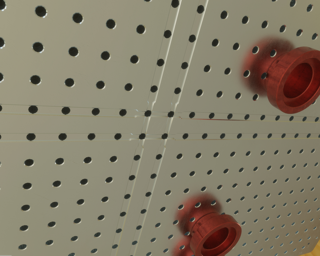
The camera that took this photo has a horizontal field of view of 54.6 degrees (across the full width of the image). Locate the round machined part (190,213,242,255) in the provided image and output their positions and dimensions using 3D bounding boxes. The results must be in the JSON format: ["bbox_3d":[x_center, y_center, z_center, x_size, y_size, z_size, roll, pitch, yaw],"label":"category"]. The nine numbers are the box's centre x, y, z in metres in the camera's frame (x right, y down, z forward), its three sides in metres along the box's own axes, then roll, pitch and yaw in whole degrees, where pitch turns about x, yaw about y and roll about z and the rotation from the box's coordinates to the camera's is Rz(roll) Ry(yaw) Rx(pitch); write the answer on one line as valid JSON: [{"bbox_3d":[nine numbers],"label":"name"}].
[{"bbox_3d":[0.098,0.197,0.574,0.099,0.042,0.097,-14,124,-21],"label":"round machined part"}]

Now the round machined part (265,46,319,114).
[{"bbox_3d":[0.198,-0.073,0.462,0.099,0.042,0.097,-14,124,-21],"label":"round machined part"}]

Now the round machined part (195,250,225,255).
[{"bbox_3d":[0.093,0.289,0.628,0.099,0.042,0.097,-14,124,-21],"label":"round machined part"}]
